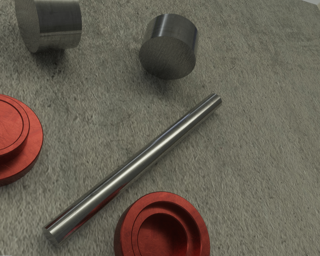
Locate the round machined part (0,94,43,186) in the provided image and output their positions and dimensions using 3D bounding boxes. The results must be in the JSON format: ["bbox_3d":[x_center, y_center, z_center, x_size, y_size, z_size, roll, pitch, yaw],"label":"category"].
[{"bbox_3d":[-0.165,0.005,0.301,0.099,0.042,0.098,14,56,-21],"label":"round machined part"}]

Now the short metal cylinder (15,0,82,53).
[{"bbox_3d":[-0.137,-0.135,0.378,0.050,0.080,0.080,-18,72,-35],"label":"short metal cylinder"}]

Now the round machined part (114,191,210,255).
[{"bbox_3d":[-0.001,0.119,0.321,0.099,0.042,0.098,14,56,-21],"label":"round machined part"}]

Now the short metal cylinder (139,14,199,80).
[{"bbox_3d":[0.014,-0.116,0.449,0.080,0.080,0.050,22,54,-16],"label":"short metal cylinder"}]

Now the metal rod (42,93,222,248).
[{"bbox_3d":[-0.009,0.030,0.382,0.025,0.025,0.302,48,51,5],"label":"metal rod"}]
